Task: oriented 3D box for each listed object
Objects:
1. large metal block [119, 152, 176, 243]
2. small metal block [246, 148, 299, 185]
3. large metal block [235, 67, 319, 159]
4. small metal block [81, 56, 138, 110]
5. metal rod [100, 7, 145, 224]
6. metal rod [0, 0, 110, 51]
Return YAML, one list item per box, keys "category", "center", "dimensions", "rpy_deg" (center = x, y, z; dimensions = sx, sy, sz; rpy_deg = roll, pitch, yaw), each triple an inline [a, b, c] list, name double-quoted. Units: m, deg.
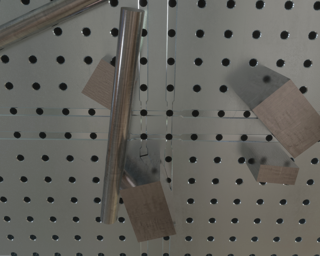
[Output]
- category: "large metal block"
  center: [-0.014, 0.090, 0.417]
  dimensions: [0.050, 0.080, 0.080]
  rpy_deg: [-14, 110, 5]
- category: "small metal block"
  center: [0.151, 0.052, 0.420]
  dimensions: [0.050, 0.050, 0.025]
  rpy_deg: [6, 110, -2]
- category: "large metal block"
  center: [0.145, -0.022, 0.377]
  dimensions: [0.050, 0.080, 0.080]
  rpy_deg: [-41, 105, 14]
- category: "small metal block"
  center: [-0.063, -0.055, 0.393]
  dimensions: [0.050, 0.025, 0.050]
  rpy_deg: [32, 107, -11]
- category: "metal rod"
  center: [-0.052, 0.006, 0.392]
  dimensions: [0.025, 0.025, 0.298]
  rpy_deg: [9, 118, -3]
- category: "metal rod"
  center: [-0.096, -0.145, 0.358]
  dimensions: [0.301, 0.025, 0.025]
  rpy_deg: [-21, 109, 7]
